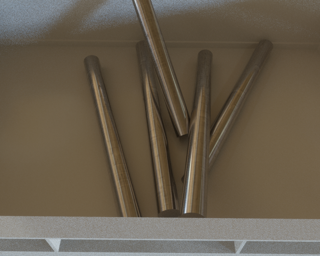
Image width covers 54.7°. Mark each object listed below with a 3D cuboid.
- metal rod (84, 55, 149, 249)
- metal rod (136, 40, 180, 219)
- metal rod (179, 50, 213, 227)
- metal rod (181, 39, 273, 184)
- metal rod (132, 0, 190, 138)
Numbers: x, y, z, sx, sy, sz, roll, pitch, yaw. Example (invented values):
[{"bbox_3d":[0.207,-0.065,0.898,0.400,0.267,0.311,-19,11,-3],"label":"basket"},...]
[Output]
[{"bbox_3d":[-0.066,0.005,0.399,0.025,0.025,0.300,-13,51,-11],"label":"metal rod"},{"bbox_3d":[-0.009,-0.022,0.423,0.025,0.025,0.300,-5,50,-5],"label":"metal rod"},{"bbox_3d":[0.052,-0.016,0.395,0.025,0.025,0.300,7,43,5],"label":"metal rod"},{"bbox_3d":[0.107,-0.038,0.437,0.025,0.025,0.301,23,53,17],"label":"metal rod"},{"bbox_3d":[-0.011,-0.132,0.423,0.025,0.025,0.299,-16,81,-13],"label":"metal rod"}]
